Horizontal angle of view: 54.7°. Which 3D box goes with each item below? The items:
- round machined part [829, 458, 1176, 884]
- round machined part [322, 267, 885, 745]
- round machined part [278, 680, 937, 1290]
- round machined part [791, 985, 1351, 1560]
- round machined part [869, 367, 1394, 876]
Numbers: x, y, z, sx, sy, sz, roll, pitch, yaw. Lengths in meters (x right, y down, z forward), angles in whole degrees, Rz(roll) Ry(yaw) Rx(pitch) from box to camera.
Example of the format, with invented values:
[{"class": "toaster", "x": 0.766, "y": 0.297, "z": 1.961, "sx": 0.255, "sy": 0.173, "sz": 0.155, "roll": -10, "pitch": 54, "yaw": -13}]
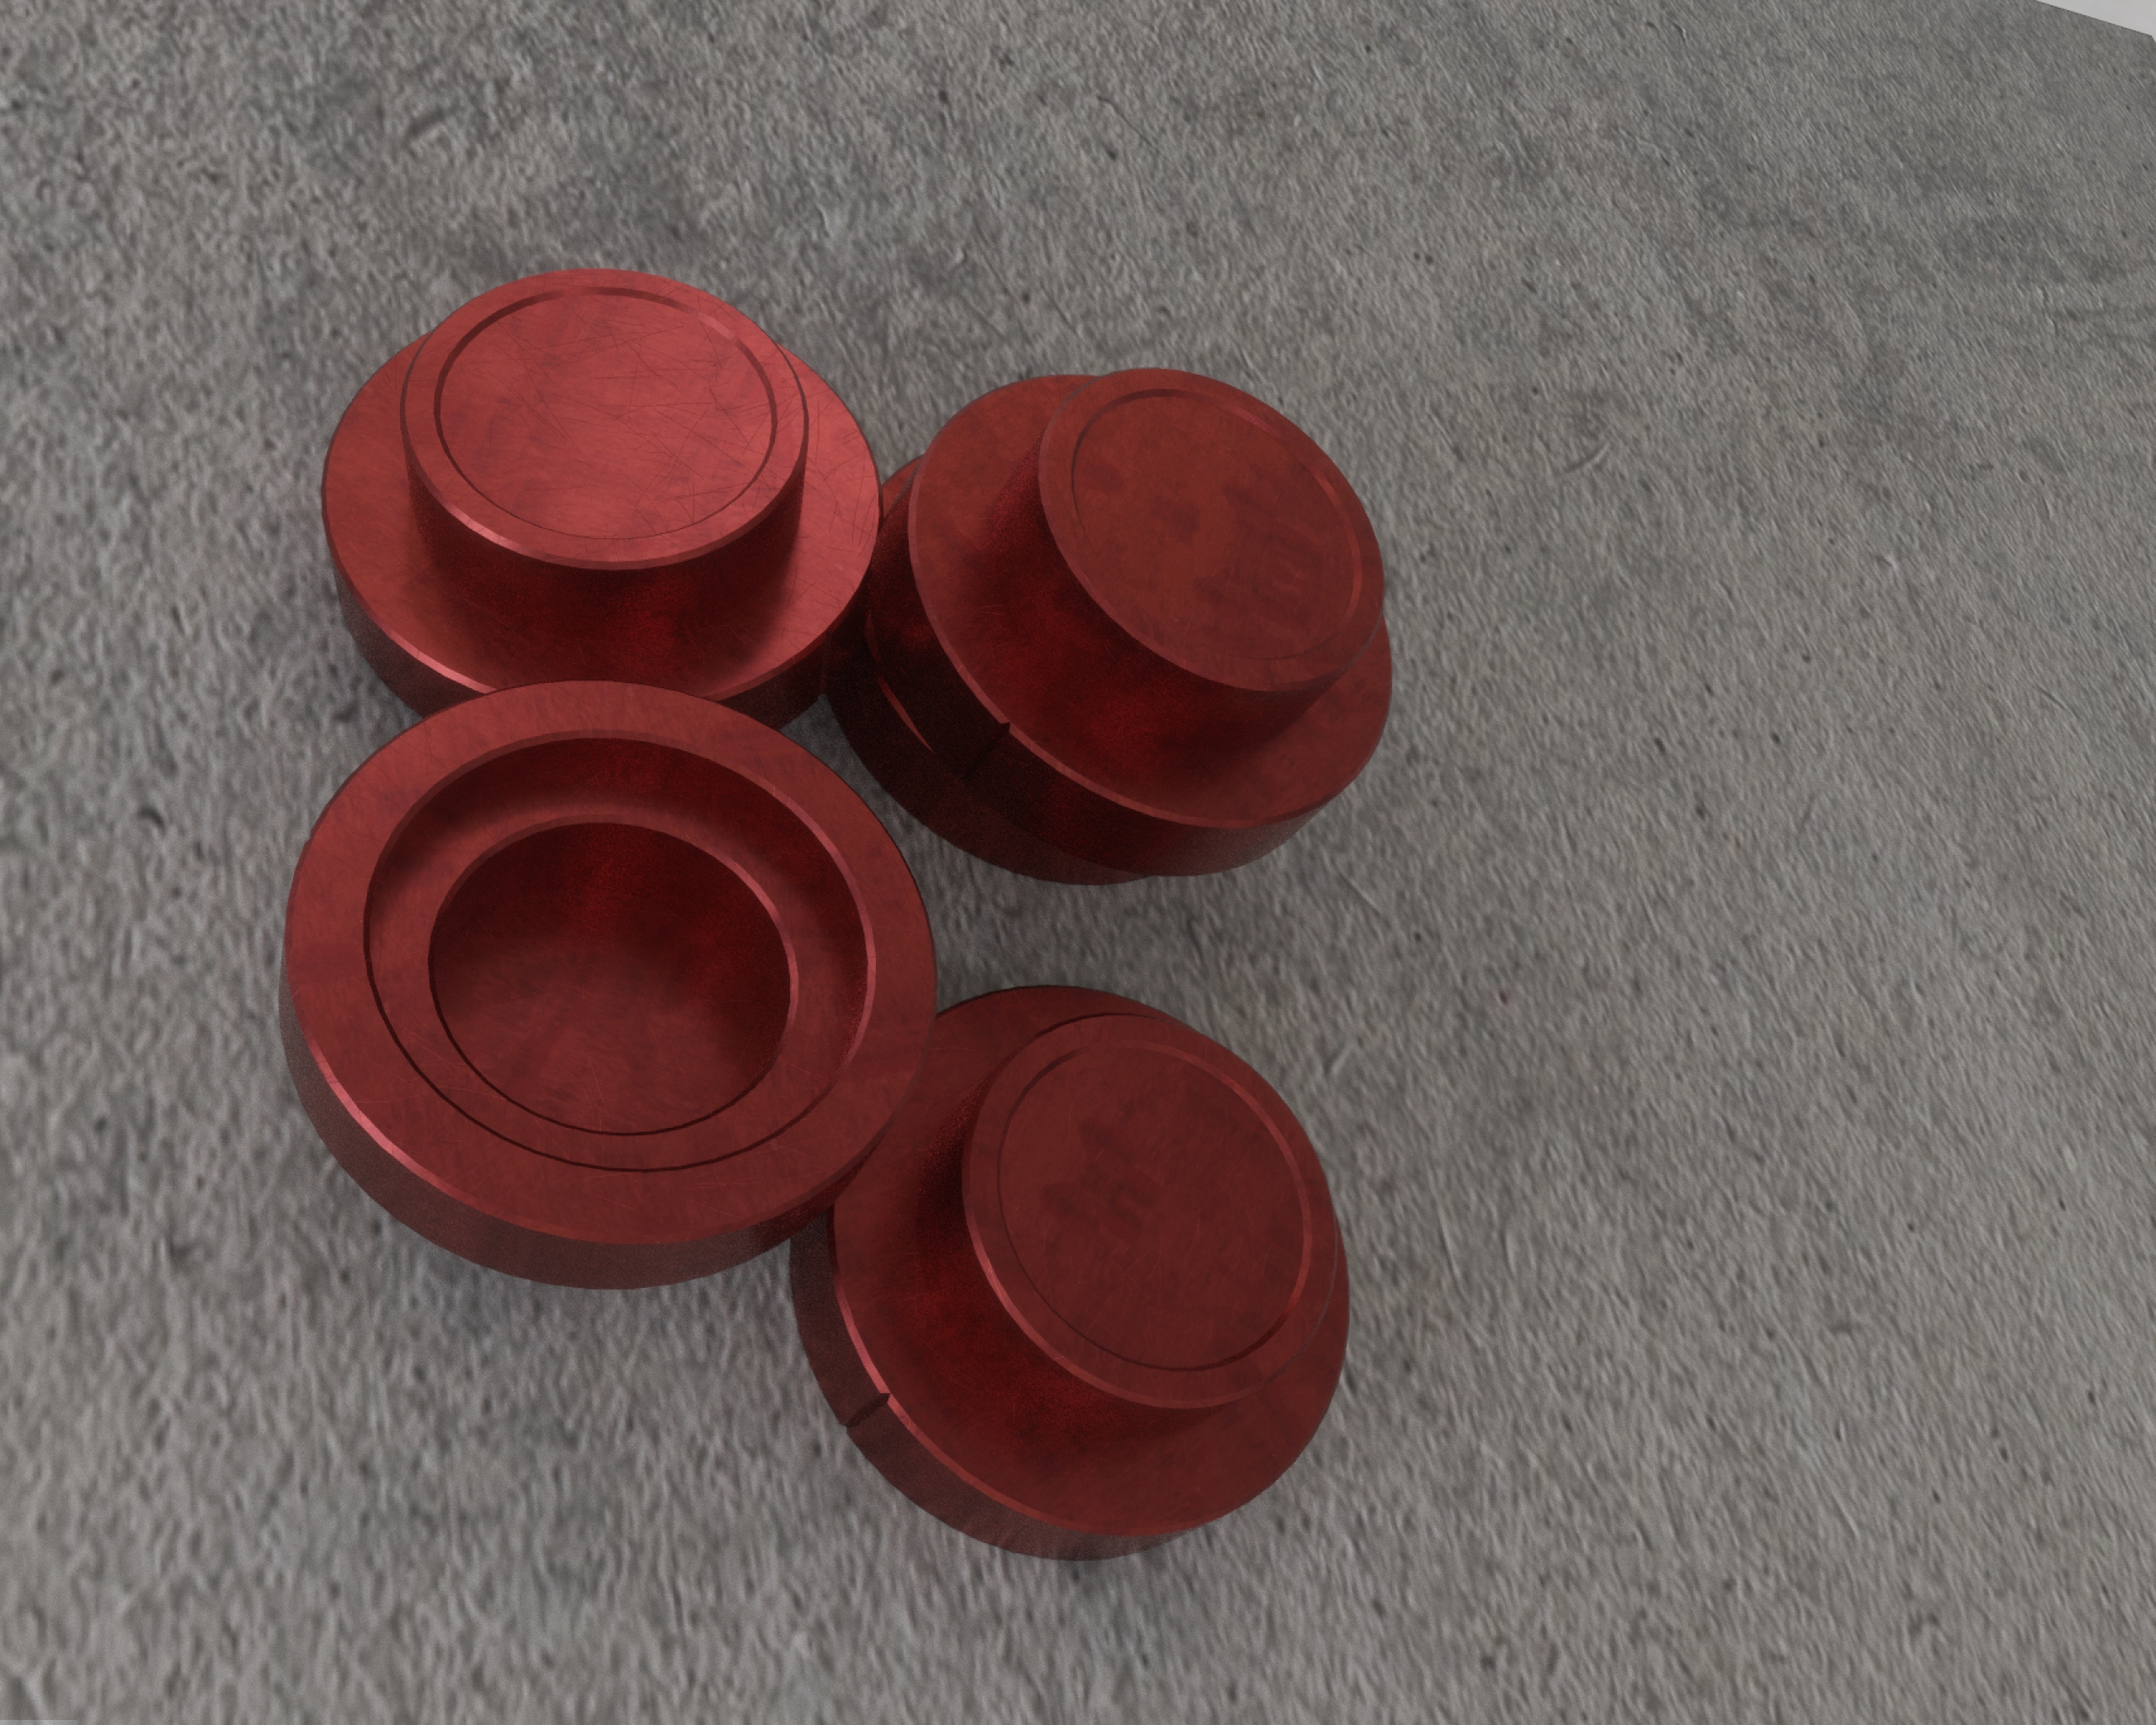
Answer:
[{"class": "round machined part", "x": 0.001, "y": -0.048, "z": 0.422, "sx": 0.099, "sy": 0.042, "sz": 0.098, "roll": 14, "pitch": 56, "yaw": -21}, {"class": "round machined part", "x": -0.084, "y": -0.067, "z": 0.374, "sx": 0.099, "sy": 0.042, "sz": 0.098, "roll": 5, "pitch": 59, "yaw": -9}, {"class": "round machined part", "x": -0.076, "y": 0.022, "z": 0.335, "sx": 0.099, "sy": 0.042, "sz": 0.098, "roll": 11, "pitch": 56, "yaw": -17}, {"class": "round machined part", "x": 0.004, "y": 0.065, "z": 0.356, "sx": 0.099, "sy": 0.042, "sz": 0.098, "roll": 14, "pitch": 56, "yaw": -21}, {"class": "round machined part", "x": 0.016, "y": -0.050, "z": 0.377, "sx": 0.099, "sy": 0.042, "sz": 0.098, "roll": 14, "pitch": 57, "yaw": -22}]
